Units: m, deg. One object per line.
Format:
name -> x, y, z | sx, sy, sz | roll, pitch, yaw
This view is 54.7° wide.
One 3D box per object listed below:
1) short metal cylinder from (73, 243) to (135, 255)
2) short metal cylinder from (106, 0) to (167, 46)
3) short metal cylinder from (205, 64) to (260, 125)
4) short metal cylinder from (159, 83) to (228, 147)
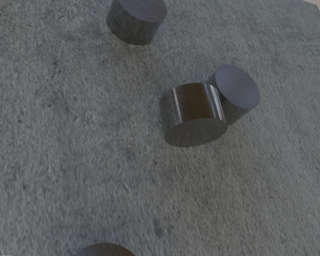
short metal cylinder -> -0.056, 0.146, 0.269 | 0.081, 0.050, 0.080 | 14, 56, -21
short metal cylinder -> -0.036, -0.175, 0.476 | 0.081, 0.050, 0.080 | 14, 56, -21
short metal cylinder -> 0.105, -0.051, 0.478 | 0.081, 0.050, 0.080 | 14, 56, -21
short metal cylinder -> 0.042, -0.015, 0.402 | 0.081, 0.080, 0.050 | 5, 60, -26
